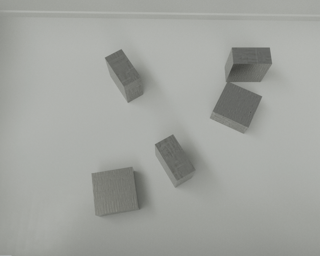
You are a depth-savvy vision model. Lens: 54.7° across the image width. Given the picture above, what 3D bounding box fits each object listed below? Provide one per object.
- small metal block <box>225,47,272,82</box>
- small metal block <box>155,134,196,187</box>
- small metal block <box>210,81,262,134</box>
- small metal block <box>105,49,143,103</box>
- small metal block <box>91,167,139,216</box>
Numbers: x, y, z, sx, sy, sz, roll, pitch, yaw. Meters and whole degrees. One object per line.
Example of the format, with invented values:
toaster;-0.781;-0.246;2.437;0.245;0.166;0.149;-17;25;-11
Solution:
small metal block;0.120;-0.086;0.429;0.050;0.050;0.025;0;70;0
small metal block;0.017;0.042;0.381;0.025;0.050;0.050;-29;73;-10
small metal block;0.103;-0.028;0.420;0.050;0.025;0.050;26;72;9
small metal block;-0.048;-0.070;0.421;0.025;0.050;0.050;-31;73;-10
small metal block;-0.054;0.078;0.380;0.050;0.025;0.050;-9;70;-4
